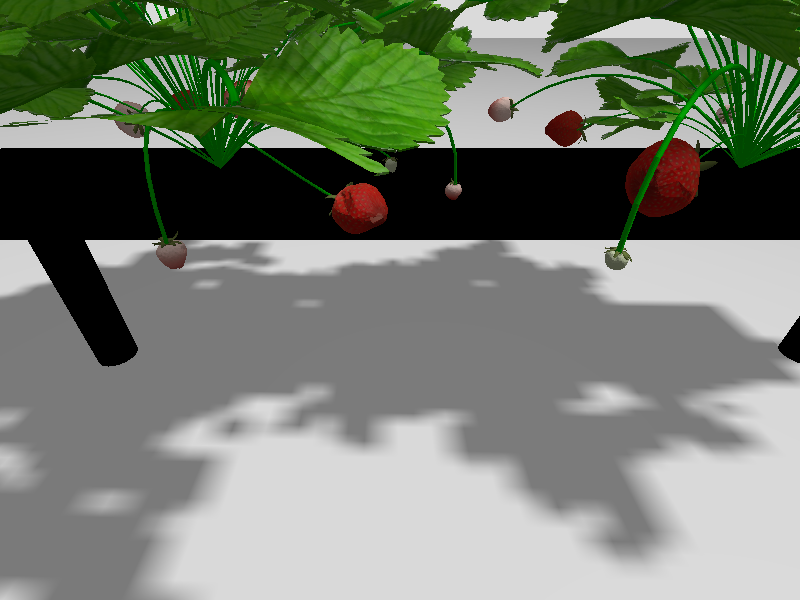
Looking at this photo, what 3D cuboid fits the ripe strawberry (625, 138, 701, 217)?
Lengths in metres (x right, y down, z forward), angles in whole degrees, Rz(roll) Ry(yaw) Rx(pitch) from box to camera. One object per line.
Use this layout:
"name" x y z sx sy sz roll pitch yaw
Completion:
"ripe strawberry" 0.160 -0.074 0.247 0.044 0.046 0.040 -24 42 -30

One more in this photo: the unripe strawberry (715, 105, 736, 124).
"unripe strawberry" 0.401 -0.229 0.493 0.021 0.022 0.022 18 31 24

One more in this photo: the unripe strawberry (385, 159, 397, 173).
"unripe strawberry" -0.007 -0.113 0.335 0.010 0.012 0.012 -8 34 10

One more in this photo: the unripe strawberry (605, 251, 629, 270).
"unripe strawberry" 0.104 -0.019 0.193 0.010 0.010 0.011 -28 44 -34

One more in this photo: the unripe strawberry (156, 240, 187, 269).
"unripe strawberry" -0.111 -0.022 0.195 0.013 0.014 0.015 -8 36 -12

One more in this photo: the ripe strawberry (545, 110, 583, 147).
"ripe strawberry" 0.164 -0.172 0.402 0.035 0.034 0.032 16 38 27

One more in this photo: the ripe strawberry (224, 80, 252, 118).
"ripe strawberry" -0.194 -0.253 0.504 0.052 0.045 0.052 -6 35 -9

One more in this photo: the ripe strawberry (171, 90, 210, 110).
"ripe strawberry" -0.250 -0.230 0.478 0.043 0.039 0.039 -17 38 -23

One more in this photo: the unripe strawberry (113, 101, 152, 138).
"unripe strawberry" -0.291 -0.196 0.434 0.038 0.037 0.035 26 42 33

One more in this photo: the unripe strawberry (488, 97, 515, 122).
"unripe strawberry" 0.124 -0.235 0.494 0.032 0.027 0.032 -27 30 -33

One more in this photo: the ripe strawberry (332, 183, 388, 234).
"ripe strawberry" -0.022 -0.051 0.229 0.029 0.029 0.032 30 45 35

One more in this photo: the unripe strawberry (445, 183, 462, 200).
"unripe strawberry" 0.037 -0.074 0.274 0.011 0.011 0.011 14 37 19
